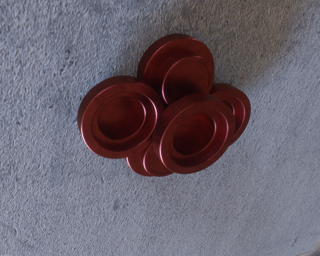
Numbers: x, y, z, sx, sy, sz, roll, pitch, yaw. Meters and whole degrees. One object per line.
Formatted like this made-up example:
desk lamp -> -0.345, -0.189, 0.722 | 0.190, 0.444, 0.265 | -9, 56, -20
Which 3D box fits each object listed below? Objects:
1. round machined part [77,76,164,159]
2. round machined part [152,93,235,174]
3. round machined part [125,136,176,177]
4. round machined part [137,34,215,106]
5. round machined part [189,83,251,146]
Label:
round machined part -> -0.048, -0.016, 0.363 | 0.099, 0.042, 0.097 | -14, 125, -21
round machined part -> 0.036, 0.003, 0.365 | 0.099, 0.042, 0.097 | -14, 125, -21
round machined part -> 0.002, 0.026, 0.416 | 0.099, 0.042, 0.097 | -14, 125, -21
round machined part -> 0.025, -0.060, 0.375 | 0.099, 0.042, 0.097 | -14, 125, -21
round machined part -> 0.073, -0.017, 0.428 | 0.099, 0.042, 0.097 | -14, 125, -21
